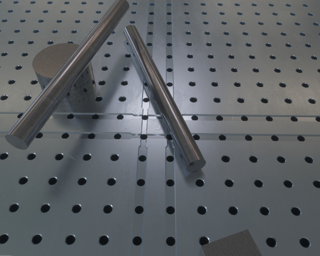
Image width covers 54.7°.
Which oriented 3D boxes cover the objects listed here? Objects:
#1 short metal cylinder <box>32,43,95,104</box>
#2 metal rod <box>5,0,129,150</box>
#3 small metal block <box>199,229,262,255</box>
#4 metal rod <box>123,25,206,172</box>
[{"bbox_3d":[-0.140,-0.081,0.459,0.081,0.050,0.080,0,50,0],"label":"short metal cylinder"},{"bbox_3d":[-0.107,-0.094,0.420,0.025,0.025,0.300,14,51,11],"label":"metal rod"},{"bbox_3d":[0.072,0.133,0.297,0.050,0.025,0.050,-15,52,-12],"label":"small metal block"},{"bbox_3d":[-0.005,-0.064,0.460,0.025,0.025,0.300,-14,52,-12],"label":"metal rod"}]
